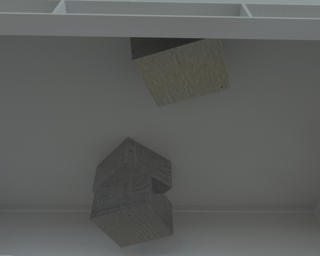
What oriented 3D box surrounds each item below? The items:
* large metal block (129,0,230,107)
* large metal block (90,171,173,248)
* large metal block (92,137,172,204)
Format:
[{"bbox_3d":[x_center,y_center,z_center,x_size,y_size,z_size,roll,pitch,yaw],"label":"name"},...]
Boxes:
[{"bbox_3d":[0.022,-0.072,0.316,0.080,0.050,0.080,-14,148,11],"label":"large metal block"},{"bbox_3d":[-0.036,0.114,0.423,0.080,0.050,0.080,-20,128,15],"label":"large metal block"},{"bbox_3d":[-0.040,0.071,0.453,0.080,0.050,0.080,32,123,-25],"label":"large metal block"}]
